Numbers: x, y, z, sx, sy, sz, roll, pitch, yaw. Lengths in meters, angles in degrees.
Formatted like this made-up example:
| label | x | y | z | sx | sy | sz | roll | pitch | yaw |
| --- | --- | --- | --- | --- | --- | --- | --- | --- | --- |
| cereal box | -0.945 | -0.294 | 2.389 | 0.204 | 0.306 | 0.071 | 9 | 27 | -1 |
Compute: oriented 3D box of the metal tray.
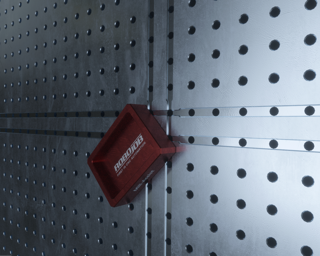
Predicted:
| label | x | y | z | sx | sy | sz | roll | pitch | yaw |
| --- | --- | --- | --- | --- | --- | --- | --- | --- | --- |
| metal tray | -0.046 | 0.040 | 0.445 | 0.129 | 0.030 | 0.090 | -50 | 60 | 28 |
